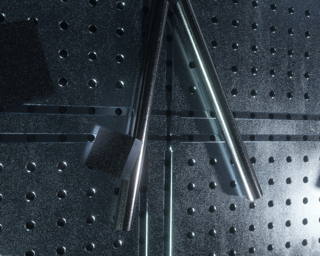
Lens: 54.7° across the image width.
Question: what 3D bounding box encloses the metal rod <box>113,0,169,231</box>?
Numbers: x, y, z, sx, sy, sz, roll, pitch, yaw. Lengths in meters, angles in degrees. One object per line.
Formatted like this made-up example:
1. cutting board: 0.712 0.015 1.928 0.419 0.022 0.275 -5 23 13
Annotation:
1. metal rod: -0.024 -0.020 0.403 0.025 0.025 0.298 10 87 -20

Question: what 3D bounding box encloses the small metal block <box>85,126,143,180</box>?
1. small metal block: -0.056 0.031 0.378 0.050 0.025 0.050 18 82 21

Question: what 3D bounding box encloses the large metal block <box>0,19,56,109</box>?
1. large metal block: -0.167 -0.065 0.338 0.081 0.050 0.080 -17 96 -19

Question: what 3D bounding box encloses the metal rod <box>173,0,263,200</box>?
1. metal rod: 0.086 -0.034 0.443 0.025 0.025 0.299 -25 99 -18
